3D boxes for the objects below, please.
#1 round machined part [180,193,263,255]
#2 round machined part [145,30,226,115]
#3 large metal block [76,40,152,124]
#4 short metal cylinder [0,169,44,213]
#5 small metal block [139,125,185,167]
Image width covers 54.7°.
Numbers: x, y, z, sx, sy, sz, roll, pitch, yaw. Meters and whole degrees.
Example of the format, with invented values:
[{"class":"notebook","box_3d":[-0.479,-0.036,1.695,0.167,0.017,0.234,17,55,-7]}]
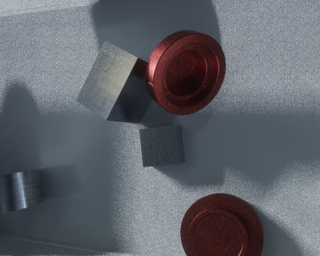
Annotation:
[{"class":"round machined part","box_3d":[0.072,0.129,0.369,0.098,0.042,0.097,-3,81,19]},{"class":"round machined part","box_3d":[0.027,-0.068,0.372,0.098,0.099,0.042,-60,38,10]},{"class":"large metal block","box_3d":[-0.046,-0.054,0.395,0.050,0.080,0.080,32,100,22]},{"class":"short metal cylinder","box_3d":[-0.216,0.092,0.456,0.080,0.080,0.050,-11,87,19]},{"class":"small metal block","box_3d":[0.003,0.024,0.409,0.050,0.025,0.050,-7,88,19]}]
